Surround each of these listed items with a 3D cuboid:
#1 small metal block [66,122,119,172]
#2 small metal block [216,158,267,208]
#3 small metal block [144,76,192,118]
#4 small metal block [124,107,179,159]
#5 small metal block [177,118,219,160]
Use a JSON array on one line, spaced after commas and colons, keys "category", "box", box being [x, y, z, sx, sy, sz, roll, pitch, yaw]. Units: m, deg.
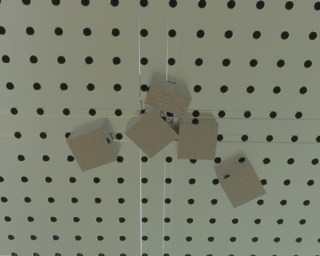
[{"category": "small metal block", "box": [-0.091, 0.026, 0.422, 0.050, 0.025, 0.050, -20, 109, 7]}, {"category": "small metal block", "box": [0.116, 0.079, 0.443, 0.050, 0.025, 0.050, -28, 108, 10]}, {"category": "small metal block", "box": [0.009, -0.040, 0.385, 0.050, 0.050, 0.025, 19, 109, -7]}, {"category": "small metal block", "box": [-0.011, 0.004, 0.415, 0.050, 0.025, 0.050, -41, 105, 13]}, {"category": "small metal block", "box": [0.049, 0.015, 0.419, 0.050, 0.025, 0.050, 2, 110, -1]}]
